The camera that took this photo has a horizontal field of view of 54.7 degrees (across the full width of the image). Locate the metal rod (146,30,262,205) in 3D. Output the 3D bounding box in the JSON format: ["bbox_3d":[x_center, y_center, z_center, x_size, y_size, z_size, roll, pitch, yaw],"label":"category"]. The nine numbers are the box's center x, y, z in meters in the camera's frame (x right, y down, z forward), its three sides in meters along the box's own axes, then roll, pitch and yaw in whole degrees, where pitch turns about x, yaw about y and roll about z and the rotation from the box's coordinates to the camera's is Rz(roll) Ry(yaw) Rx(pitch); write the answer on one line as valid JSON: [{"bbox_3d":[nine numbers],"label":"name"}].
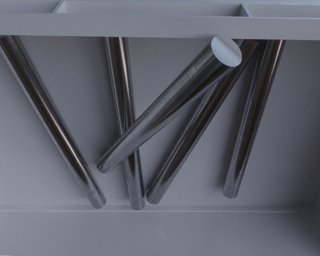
[{"bbox_3d":[0.043,0.009,0.417,0.025,0.025,0.298,16,128,-14],"label":"metal rod"}]

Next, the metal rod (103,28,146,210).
[{"bbox_3d":[-0.042,0.013,0.419,0.025,0.025,0.298,-2,130,1],"label":"metal rod"}]

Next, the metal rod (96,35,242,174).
[{"bbox_3d":[-0.018,0.001,0.333,0.025,0.025,0.299,21,151,-18],"label":"metal rod"}]

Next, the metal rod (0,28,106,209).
[{"bbox_3d":[-0.132,0.012,0.417,0.025,0.025,0.298,-10,130,7],"label":"metal rod"}]

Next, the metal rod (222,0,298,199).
[{"bbox_3d":[0.118,-0.010,0.402,0.025,0.025,0.298,1,130,-2],"label":"metal rod"}]
